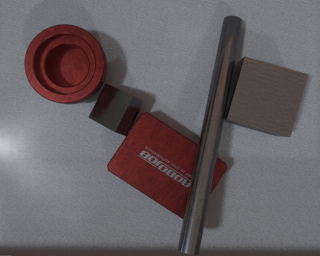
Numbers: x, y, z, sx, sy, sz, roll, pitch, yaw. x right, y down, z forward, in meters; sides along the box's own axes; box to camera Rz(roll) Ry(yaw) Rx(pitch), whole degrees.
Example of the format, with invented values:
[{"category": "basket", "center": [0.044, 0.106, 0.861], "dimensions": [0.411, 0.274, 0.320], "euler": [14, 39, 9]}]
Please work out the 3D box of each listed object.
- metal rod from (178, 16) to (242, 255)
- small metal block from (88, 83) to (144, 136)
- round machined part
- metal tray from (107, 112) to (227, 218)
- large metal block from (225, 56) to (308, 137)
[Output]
[{"category": "metal rod", "center": [0.065, 0.000, 0.386], "dimensions": [0.025, 0.025, 0.299], "euler": [13, 80, -1]}, {"category": "small metal block", "center": [-0.057, -0.024, 0.399], "dimensions": [0.050, 0.025, 0.050], "euler": [26, 90, 31]}, {"category": "round machined part", "center": [-0.118, -0.079, 0.401], "dimensions": [0.099, 0.042, 0.097], "euler": [0, 90, -1]}, {"category": "metal tray", "center": [0.009, 0.050, 0.409], "dimensions": [0.130, 0.030, 0.090], "euler": [33, 90, -1]}, {"category": "large metal block", "center": [0.131, -0.038, 0.401], "dimensions": [0.080, 0.050, 0.080], "euler": [16, 90, -1]}]
